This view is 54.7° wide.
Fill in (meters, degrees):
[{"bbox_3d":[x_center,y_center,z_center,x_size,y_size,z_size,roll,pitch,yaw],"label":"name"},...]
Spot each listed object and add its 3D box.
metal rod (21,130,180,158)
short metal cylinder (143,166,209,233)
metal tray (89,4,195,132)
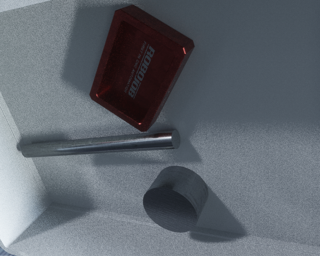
[{"bbox_3d":[-0.108,0.028,0.480,0.300,0.025,0.025,-6,116,30],"label":"metal rod"},{"bbox_3d":[0.023,0.101,0.442,0.080,0.050,0.079,13,124,20],"label":"short metal cylinder"},{"bbox_3d":[-0.027,-0.067,0.376,0.090,0.030,0.129,33,129,6],"label":"metal tray"}]
